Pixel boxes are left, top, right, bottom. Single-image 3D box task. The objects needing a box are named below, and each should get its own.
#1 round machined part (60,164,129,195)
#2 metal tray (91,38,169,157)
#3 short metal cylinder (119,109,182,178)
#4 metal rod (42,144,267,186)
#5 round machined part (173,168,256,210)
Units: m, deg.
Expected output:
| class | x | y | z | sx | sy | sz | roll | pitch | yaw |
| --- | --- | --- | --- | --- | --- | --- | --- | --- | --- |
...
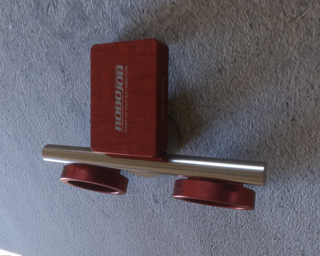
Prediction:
| class | x | y | z | sx | sy | sz | roll | pitch | yaw |
| --- | --- | --- | --- | --- | --- | --- | --- | --- | --- |
| round machined part | -0.095 | 0.069 | 0.467 | 0.099 | 0.042 | 0.098 | 9 | 159 | 4 |
| metal tray | -0.037 | -0.034 | 0.367 | 0.090 | 0.030 | 0.129 | 2 | 93 | 26 |
| short metal cylinder | -0.017 | 0.019 | 0.412 | 0.080 | 0.050 | 0.079 | 13 | 124 | 20 |
| metal rod | -0.027 | 0.041 | 0.383 | 0.301 | 0.025 | 0.025 | 2 | 120 | 26 |
| round machined part | 0.067 | 0.072 | 0.383 | 0.099 | 0.042 | 0.098 | 9 | 164 | 3 |
